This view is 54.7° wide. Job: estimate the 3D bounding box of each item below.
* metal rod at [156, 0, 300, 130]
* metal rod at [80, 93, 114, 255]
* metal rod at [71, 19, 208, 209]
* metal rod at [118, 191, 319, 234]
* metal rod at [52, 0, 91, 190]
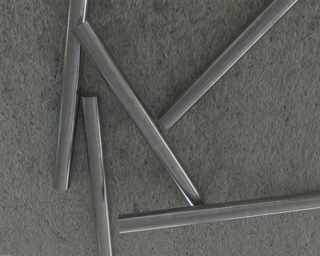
[{"bbox_3d":[0.107,-0.109,0.370,0.025,0.025,0.299,41,105,-14],"label":"metal rod"},{"bbox_3d":[-0.085,0.098,0.444,0.025,0.025,0.298,-1,110,0],"label":"metal rod"},{"bbox_3d":[-0.013,0.003,0.398,0.025,0.025,0.299,-29,112,10],"label":"metal rod"},{"bbox_3d":[0.095,0.115,0.430,0.302,0.025,0.025,-5,110,-8],"label":"metal rod"},{"bbox_3d":[-0.111,-0.056,0.387,0.025,0.025,0.298,10,110,-4],"label":"metal rod"}]
